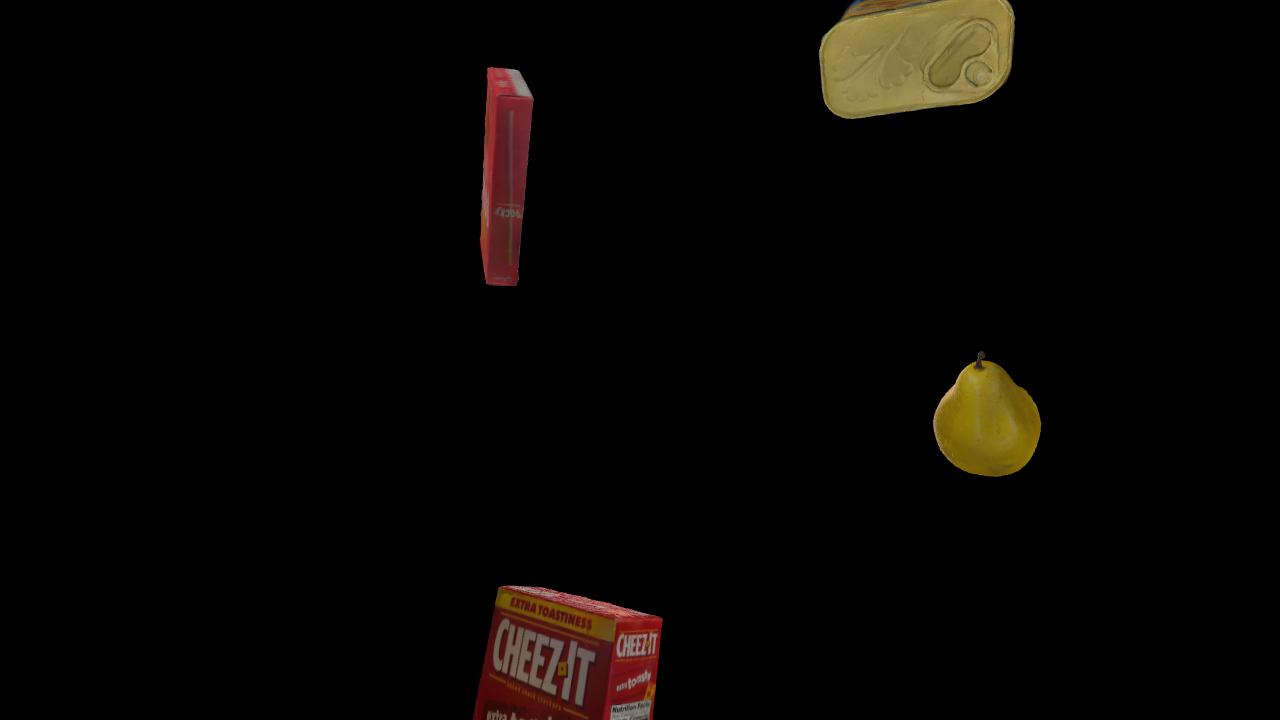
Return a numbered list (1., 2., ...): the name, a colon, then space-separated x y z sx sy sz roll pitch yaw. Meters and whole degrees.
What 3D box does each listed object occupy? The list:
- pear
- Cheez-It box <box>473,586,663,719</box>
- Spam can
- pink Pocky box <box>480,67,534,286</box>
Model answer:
1. pear: 0.264 0.032 0.476 0.080 0.111 0.080 -17 23 8
2. Cheez-It box: -0.072 0.324 0.533 0.166 0.223 0.071 -6 -21 41
3. Spam can: 0.170 -0.197 0.381 0.101 0.058 0.085 2 40 25
4. pink Pocky box: -0.112 -0.147 0.502 0.029 0.155 0.084 0 37 -19
